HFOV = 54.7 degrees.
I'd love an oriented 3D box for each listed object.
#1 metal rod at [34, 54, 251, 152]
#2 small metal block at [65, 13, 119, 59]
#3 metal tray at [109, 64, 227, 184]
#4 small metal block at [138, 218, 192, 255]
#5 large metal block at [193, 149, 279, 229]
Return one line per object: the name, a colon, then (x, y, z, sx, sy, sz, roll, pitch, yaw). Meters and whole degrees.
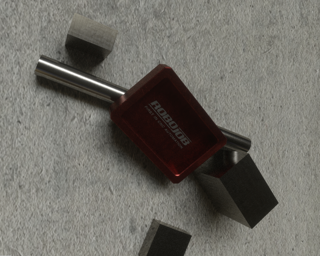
metal rod: (-0.007, -0.023, 0.407, 0.302, 0.025, 0.025, 21, 83, -19)
small metal block: (-0.082, -0.106, 0.366, 0.050, 0.050, 0.025, 18, 84, -20)
metal tray: (0.012, -0.003, 0.388, 0.090, 0.030, 0.130, -40, 113, 2)
small metal block: (0.007, 0.156, 0.413, 0.050, 0.025, 0.050, 26, 81, -19)
large metal block: (0.097, 0.077, 0.417, 0.050, 0.080, 0.080, -37, 102, -16)
